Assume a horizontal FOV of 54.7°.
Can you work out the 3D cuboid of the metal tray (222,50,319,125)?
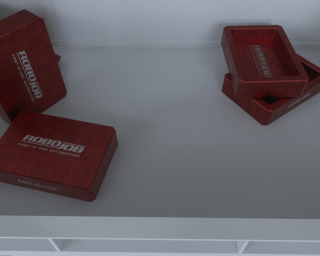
[{"bbox_3d":[0.169,-0.067,0.458,0.131,0.030,0.090,-28,56,-22],"label":"metal tray"}]

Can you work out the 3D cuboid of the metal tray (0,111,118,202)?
[{"bbox_3d":[-0.127,0.030,0.375,0.131,0.030,0.090,10,51,8],"label":"metal tray"}]

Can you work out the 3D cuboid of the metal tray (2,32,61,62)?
[{"bbox_3d":[-0.219,-0.128,0.447,0.090,0.130,0.030,29,91,22],"label":"metal tray"}]

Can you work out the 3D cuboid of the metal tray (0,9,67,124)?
[{"bbox_3d":[-0.177,-0.071,0.395,0.030,0.129,0.090,32,57,24],"label":"metal tray"}]

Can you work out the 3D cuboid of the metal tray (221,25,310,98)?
[{"bbox_3d":[0.145,-0.099,0.446,0.091,0.030,0.130,-2,50,-2],"label":"metal tray"}]
